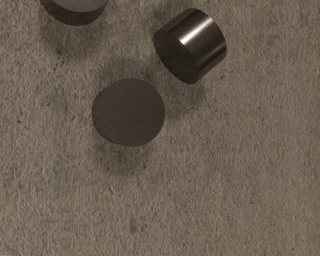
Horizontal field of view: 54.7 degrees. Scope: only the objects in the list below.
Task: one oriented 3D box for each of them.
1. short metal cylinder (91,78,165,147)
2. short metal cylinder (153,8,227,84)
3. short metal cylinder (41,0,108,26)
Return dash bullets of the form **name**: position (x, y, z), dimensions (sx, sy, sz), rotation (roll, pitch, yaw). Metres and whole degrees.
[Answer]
- **short metal cylinder**: position (-0.040, -0.018, 0.382), dimensions (0.081, 0.050, 0.079), rotation (0, 90, -21)
- **short metal cylinder**: position (0.037, -0.103, 0.395), dimensions (0.050, 0.080, 0.080), rotation (-41, 104, -15)
- **short metal cylinder**: position (-0.098, -0.166, 0.360), dimensions (0.081, 0.050, 0.079), rotation (0, 90, -21)
